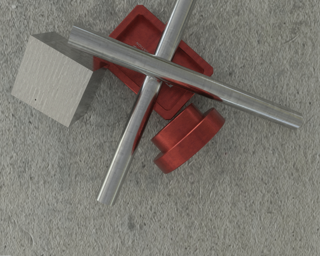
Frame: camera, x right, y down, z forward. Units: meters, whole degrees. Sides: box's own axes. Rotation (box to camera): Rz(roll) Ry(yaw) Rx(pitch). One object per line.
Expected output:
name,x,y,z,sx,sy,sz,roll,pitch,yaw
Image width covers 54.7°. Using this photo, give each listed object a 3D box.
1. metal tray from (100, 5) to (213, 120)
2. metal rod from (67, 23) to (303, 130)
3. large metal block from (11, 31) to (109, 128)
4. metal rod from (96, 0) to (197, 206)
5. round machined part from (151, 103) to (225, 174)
metal tray,-0.008,-0.083,0.407,0.130,0.030,0.090,42,90,-1
metal rod,0.044,-0.053,0.368,0.302,0.025,0.025,18,90,-18
large metal block,-0.122,-0.061,0.381,0.080,0.050,0.080,31,115,-1
metal rod,-0.011,-0.049,0.379,0.025,0.025,0.299,22,90,-1
round machined part,0.028,0.007,0.374,0.098,0.098,0.042,-42,91,0
